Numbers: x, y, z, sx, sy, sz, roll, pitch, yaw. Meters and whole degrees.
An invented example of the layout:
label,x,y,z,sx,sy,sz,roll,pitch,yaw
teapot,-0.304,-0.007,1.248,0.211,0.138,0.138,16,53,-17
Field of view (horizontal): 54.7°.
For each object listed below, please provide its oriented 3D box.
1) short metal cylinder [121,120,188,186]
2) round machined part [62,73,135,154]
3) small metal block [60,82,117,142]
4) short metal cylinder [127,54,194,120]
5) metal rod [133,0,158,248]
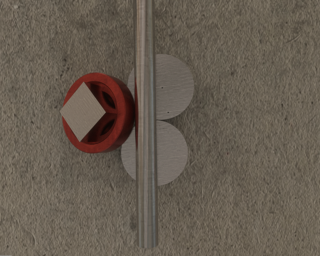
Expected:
label,x,y,z,sx,sy,sz,roll,pitch,yaw
short metal cylinder,-0.007,0.030,0.398,0.081,0.050,0.080,0,89,0
round machined part,-0.072,-0.017,0.389,0.098,0.042,0.097,-1,87,29
small metal block,-0.085,-0.018,0.370,0.050,0.025,0.050,-46,68,19
short metal cylinder,0.001,-0.050,0.399,0.081,0.050,0.079,0,90,0
metal rod,-0.017,-0.014,0.361,0.025,0.025,0.298,-1,90,0
